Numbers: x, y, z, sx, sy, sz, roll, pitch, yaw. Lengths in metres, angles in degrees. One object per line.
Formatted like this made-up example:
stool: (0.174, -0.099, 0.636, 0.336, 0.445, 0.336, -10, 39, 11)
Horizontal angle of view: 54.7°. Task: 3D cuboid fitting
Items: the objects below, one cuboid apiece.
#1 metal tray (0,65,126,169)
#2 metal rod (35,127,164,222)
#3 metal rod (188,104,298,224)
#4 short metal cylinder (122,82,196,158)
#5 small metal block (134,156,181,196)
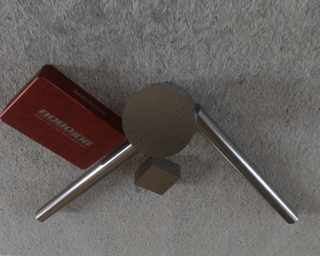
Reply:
metal tray: (-0.118, -0.008, 0.396, 0.090, 0.030, 0.130, -36, 122, 26)
metal rod: (-0.096, 0.070, 0.465, 0.299, 0.025, 0.025, -37, 121, 27)
metal rod: (0.135, 0.067, 0.465, 0.025, 0.025, 0.300, -32, 124, 24)
short metal cylinder: (0.002, -0.011, 0.360, 0.080, 0.050, 0.079, 2, 104, 8)
small metal block: (-0.004, 0.071, 0.467, 0.050, 0.025, 0.050, 27, 125, -21)
